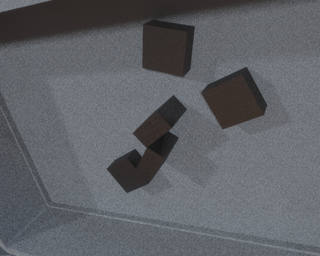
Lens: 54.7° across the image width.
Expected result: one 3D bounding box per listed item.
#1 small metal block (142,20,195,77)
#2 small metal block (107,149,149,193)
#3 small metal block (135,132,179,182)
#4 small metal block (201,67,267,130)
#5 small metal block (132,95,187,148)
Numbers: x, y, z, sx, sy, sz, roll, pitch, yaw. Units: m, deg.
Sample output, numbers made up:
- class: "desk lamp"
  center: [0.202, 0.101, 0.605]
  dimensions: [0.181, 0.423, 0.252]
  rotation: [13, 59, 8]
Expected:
- class: "small metal block"
  center: [0.009, -0.090, 0.347]
  dimensions: [0.050, 0.025, 0.050]
  rotation: [16, 125, 19]
- class: "small metal block"
  center: [-0.044, 0.066, 0.471]
  dimensions: [0.050, 0.025, 0.050]
  rotation: [-30, 102, 37]
- class: "small metal block"
  center: [-0.004, 0.036, 0.416]
  dimensions: [0.025, 0.050, 0.050]
  rotation: [32, 129, 7]
- class: "small metal block"
  center: [0.083, -0.032, 0.344]
  dimensions: [0.050, 0.025, 0.050]
  rotation: [-23, 107, 36]
- class: "small metal block"
  center: [0.000, -0.009, 0.386]
  dimensions: [0.025, 0.050, 0.050]
  rotation: [47, 129, -5]
